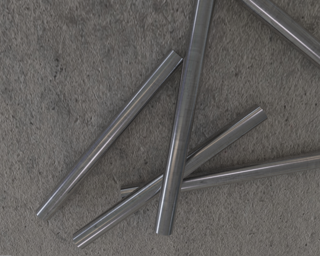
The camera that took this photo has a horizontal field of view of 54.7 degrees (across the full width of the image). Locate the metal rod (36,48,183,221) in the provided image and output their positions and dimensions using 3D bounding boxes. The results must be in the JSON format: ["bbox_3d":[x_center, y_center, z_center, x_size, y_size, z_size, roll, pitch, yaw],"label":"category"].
[{"bbox_3d":[-0.074,0.018,0.415,0.025,0.025,0.299,38,105,-13],"label":"metal rod"}]

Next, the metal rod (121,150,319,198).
[{"bbox_3d":[0.095,0.066,0.434,0.302,0.025,0.025,-11,110,3],"label":"metal rod"}]

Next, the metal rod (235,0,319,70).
[{"bbox_3d":[0.095,-0.155,0.353,0.301,0.025,0.025,34,107,-12],"label":"metal rod"}]

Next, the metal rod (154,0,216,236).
[{"bbox_3d":[0.029,-0.014,0.374,0.025,0.025,0.298,9,99,-4],"label":"metal rod"}]

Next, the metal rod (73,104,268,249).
[{"bbox_3d":[0.011,0.066,0.413,0.300,0.025,0.025,-36,107,4],"label":"metal rod"}]
